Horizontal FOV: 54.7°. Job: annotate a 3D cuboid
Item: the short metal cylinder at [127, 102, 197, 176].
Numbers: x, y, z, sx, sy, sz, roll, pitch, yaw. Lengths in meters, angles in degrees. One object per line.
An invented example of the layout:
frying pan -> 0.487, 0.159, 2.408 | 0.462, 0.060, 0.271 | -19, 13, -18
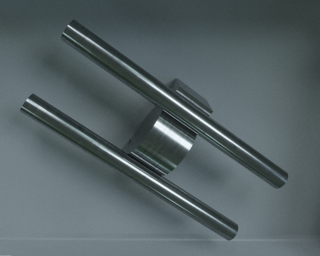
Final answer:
short metal cylinder -> 0.003, 0.012, 0.385 | 0.050, 0.080, 0.080 | 35, 106, -12

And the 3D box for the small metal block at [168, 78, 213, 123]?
small metal block -> 0.035, -0.033, 0.384 | 0.050, 0.050, 0.025 | 35, 106, -12

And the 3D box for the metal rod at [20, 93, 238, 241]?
metal rod -> -0.027, 0.054, 0.377 | 0.301, 0.025, 0.025 | 34, 106, -12

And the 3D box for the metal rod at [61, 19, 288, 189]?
metal rod -> 0.027, -0.018, 0.350 | 0.301, 0.025, 0.025 | 34, 106, -12

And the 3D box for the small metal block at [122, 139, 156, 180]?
small metal block -> -0.029, 0.047, 0.413 | 0.050, 0.050, 0.025 | 35, 106, -12
